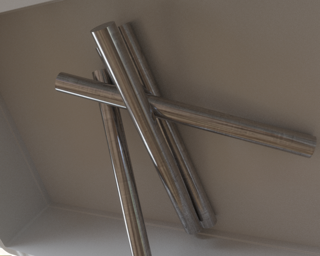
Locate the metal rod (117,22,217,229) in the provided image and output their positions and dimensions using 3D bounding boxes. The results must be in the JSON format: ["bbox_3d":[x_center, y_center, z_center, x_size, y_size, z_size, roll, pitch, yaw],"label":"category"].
[{"bbox_3d":[0.013,0.010,0.407,0.025,0.025,0.299,-12,113,33],"label":"metal rod"}]

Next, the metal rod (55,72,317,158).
[{"bbox_3d":[0.021,-0.018,0.359,0.301,0.025,0.025,15,125,9],"label":"metal rod"}]

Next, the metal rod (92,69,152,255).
[{"bbox_3d":[-0.044,0.072,0.399,0.025,0.025,0.298,-14,88,33],"label":"metal rod"}]

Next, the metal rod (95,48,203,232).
[{"bbox_3d":[-0.007,0.025,0.426,0.025,0.025,0.299,-13,112,33],"label":"metal rod"}]

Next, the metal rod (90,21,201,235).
[{"bbox_3d":[-0.004,0.023,0.366,0.025,0.025,0.299,-4,126,29],"label":"metal rod"}]
